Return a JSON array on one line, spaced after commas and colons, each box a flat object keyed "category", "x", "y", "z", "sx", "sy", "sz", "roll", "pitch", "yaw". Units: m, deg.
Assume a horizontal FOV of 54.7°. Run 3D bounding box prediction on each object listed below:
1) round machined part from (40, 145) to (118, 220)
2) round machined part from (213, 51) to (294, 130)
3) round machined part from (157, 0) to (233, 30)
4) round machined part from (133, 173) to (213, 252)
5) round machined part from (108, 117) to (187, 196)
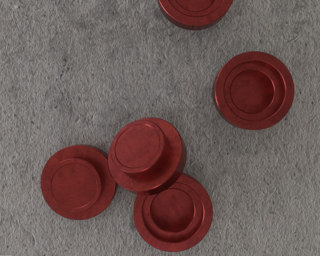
[{"category": "round machined part", "x": -0.106, "y": 0.071, "z": 0.401, "sx": 0.099, "sy": 0.042, "sz": 0.097, "roll": 0, "pitch": 90, "yaw": 0}, {"category": "round machined part", "x": 0.117, "y": -0.046, "z": 0.402, "sx": 0.099, "sy": 0.042, "sz": 0.097, "roll": 0, "pitch": 90, "yaw": 0}, {"category": "round machined part", "x": 0.045, "y": -0.175, "z": 0.401, "sx": 0.099, "sy": 0.042, "sz": 0.097, "roll": 0, "pitch": 90, "yaw": 0}, {"category": "round machined part", "x": 0.016, "y": 0.104, "z": 0.401, "sx": 0.099, "sy": 0.042, "sz": 0.097, "roll": 0, "pitch": 90, "yaw": 0}, {"category": "round machined part", "x": -0.020, "y": 0.029, "z": 0.378, "sx": 0.098, "sy": 0.042, "sz": 0.098, "roll": -9, "pitch": 60, "yaw": 16}]
